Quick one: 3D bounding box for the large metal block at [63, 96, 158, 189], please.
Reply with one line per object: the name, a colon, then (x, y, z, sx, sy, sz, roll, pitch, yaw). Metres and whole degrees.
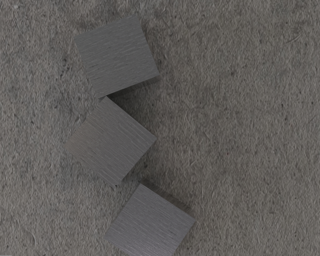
large metal block: (-0.060, 0.017, 0.397, 0.080, 0.050, 0.080, 40, 90, 0)

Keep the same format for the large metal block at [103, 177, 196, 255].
large metal block: (-0.012, 0.121, 0.397, 0.080, 0.050, 0.080, 34, 90, 0)

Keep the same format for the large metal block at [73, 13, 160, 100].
large metal block: (-0.052, -0.087, 0.397, 0.080, 0.050, 0.080, -21, 90, 0)
